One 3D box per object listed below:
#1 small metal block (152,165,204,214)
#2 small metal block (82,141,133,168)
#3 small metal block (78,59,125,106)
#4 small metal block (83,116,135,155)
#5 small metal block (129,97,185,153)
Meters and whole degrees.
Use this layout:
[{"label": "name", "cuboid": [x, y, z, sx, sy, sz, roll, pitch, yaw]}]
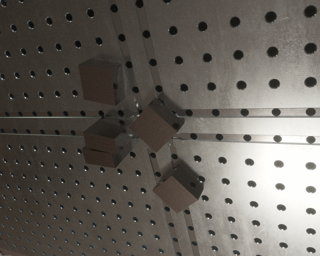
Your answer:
[{"label": "small metal block", "cuboid": [0.026, 0.090, 0.452, 0.050, 0.025, 0.050, 43, 129, -3]}, {"label": "small metal block", "cuboid": [-0.076, 0.031, 0.452, 0.050, 0.050, 0.025, 6, 121, 25]}, {"label": "small metal block", "cuboid": [-0.077, -0.061, 0.412, 0.050, 0.025, 0.050, 12, 124, 21]}, {"label": "small metal block", "cuboid": [-0.070, 0.009, 0.436, 0.050, 0.050, 0.025, 10, 123, 22]}, {"label": "small metal block", "cuboid": [-0.005, -0.003, 0.410, 0.050, 0.025, 0.050, 42, 129, -1]}]
